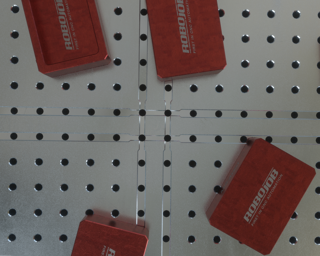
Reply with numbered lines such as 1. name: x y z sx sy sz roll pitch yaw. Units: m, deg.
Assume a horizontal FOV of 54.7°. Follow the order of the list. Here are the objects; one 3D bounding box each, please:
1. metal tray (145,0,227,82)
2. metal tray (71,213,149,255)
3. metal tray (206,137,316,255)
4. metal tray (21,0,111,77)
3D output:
1. metal tray: 0.032 -0.134 0.411 0.091 0.030 0.129 -9 90 -1
2. metal tray: -0.074 0.190 0.410 0.091 0.030 0.129 15 90 -1
3. metal tray: 0.132 0.088 0.413 0.090 0.030 0.130 30 90 -1
4. metal tray: -0.125 -0.141 0.409 0.091 0.030 0.129 -14 90 -1
